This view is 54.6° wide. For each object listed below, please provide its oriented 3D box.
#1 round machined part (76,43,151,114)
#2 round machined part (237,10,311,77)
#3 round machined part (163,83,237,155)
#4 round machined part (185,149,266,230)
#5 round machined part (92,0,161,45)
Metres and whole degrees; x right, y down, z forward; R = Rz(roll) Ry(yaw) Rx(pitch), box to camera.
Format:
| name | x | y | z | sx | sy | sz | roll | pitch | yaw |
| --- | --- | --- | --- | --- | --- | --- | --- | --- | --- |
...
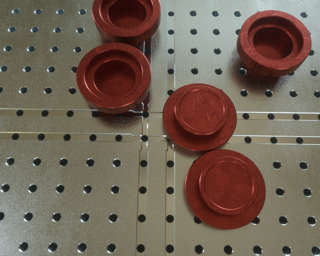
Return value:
| name | x | y | z | sx | sy | sz | roll | pitch | yaw |
| --- | --- | --- | --- | --- | --- | --- | --- | --- | --- |
| round machined part | -0.061 | -0.064 | 0.426 | 0.099 | 0.042 | 0.098 | 0 | 70 | 0 |
| round machined part | 0.159 | -0.116 | 0.446 | 0.099 | 0.042 | 0.098 | 0 | 70 | 0 |
| round machined part | 0.053 | -0.016 | 0.409 | 0.099 | 0.042 | 0.098 | 0 | 70 | 0 |
| round machined part | 0.080 | 0.072 | 0.377 | 0.099 | 0.042 | 0.098 | 0 | 70 | 0 |
| round machined part | -0.048 | -0.164 | 0.463 | 0.099 | 0.042 | 0.098 | 0 | 70 | 0 |
